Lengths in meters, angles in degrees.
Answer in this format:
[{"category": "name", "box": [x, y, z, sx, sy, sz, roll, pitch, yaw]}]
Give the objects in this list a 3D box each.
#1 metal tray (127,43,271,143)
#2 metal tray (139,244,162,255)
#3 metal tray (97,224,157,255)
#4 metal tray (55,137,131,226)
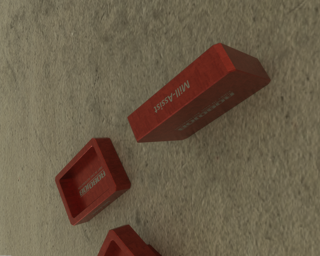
[{"category": "metal tray", "box": [0.040, -0.029, 0.328, 0.130, 0.091, 0.030, -37, 68, 33]}, {"category": "metal tray", "box": [0.004, 0.227, 0.397, 0.130, 0.030, 0.089, 31, 109, 35]}, {"category": "metal tray", "box": [-0.050, 0.204, 0.400, 0.090, 0.030, 0.129, 38, 113, 33]}, {"category": "metal tray", "box": [-0.111, 0.085, 0.489, 0.129, 0.030, 0.090, -42, 65, 31]}]
